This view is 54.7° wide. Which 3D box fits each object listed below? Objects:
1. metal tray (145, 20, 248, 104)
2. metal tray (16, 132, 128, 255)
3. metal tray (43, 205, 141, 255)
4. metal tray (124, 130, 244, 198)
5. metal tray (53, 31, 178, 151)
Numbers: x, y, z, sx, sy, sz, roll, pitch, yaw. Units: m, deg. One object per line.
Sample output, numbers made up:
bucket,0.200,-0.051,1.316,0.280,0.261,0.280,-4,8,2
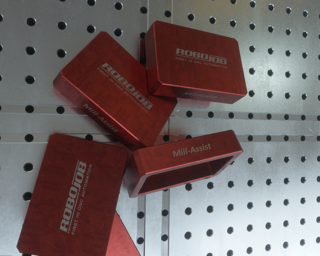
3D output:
metal tray,0.048,-0.084,0.408,0.131,0.030,0.090,4,69,-25
metal tray,-0.095,0.078,0.352,0.091,0.030,0.130,14,73,-9
metal tray,-0.072,0.169,0.384,0.091,0.030,0.129,-29,100,-18
metal tray,0.026,0.046,0.387,0.131,0.090,0.030,-11,65,-20
metal tray,-0.048,-0.042,0.374,0.130,0.030,0.090,42,52,-16
